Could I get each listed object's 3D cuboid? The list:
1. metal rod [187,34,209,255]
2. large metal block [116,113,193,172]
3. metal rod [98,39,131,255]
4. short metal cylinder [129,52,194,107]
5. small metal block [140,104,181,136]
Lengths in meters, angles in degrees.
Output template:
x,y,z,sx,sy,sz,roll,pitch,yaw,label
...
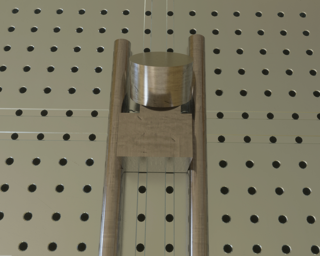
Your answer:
x,y,z,sx,sy,sz,roll,pitch,yaw,label
0.049,0.009,0.409,0.025,0.025,0.299,2,70,0,metal rod
-0.005,0.020,0.372,0.081,0.080,0.050,1,70,0,large metal block
-0.057,0.016,0.405,0.025,0.025,0.299,1,70,0,metal rod
0.001,-0.065,0.399,0.081,0.050,0.080,1,26,0,short metal cylinder
0.000,-0.009,0.402,0.050,0.050,0.025,1,70,0,small metal block
